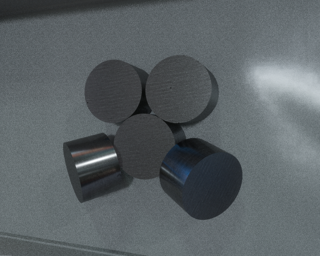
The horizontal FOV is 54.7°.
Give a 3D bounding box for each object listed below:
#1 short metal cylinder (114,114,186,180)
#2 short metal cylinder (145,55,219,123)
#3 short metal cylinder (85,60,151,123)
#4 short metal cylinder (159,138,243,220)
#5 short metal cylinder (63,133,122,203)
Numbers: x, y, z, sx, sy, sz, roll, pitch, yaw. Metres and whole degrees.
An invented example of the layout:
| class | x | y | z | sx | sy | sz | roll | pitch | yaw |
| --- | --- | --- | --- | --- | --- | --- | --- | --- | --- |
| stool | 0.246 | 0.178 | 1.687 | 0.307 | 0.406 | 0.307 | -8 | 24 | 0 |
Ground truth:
| class | x | y | z | sx | sy | sz | roll | pitch | yaw |
| --- | --- | --- | --- | --- | --- | --- | --- | --- | --- |
| short metal cylinder | -0.011 | 0.022 | 0.397 | 0.080 | 0.050 | 0.079 | 0 | 90 | 19 |
| short metal cylinder | 0.029 | -0.046 | 0.385 | 0.080 | 0.050 | 0.079 | 0 | 90 | 19 |
| short metal cylinder | -0.051 | -0.046 | 0.412 | 0.080 | 0.050 | 0.079 | 0 | 90 | 19 |
| short metal cylinder | 0.047 | 0.057 | 0.356 | 0.050 | 0.081 | 0.080 | 30 | 103 | 57 |
| short metal cylinder | -0.089 | 0.051 | 0.404 | 0.050 | 0.080 | 0.080 | -16 | 83 | -26 |
